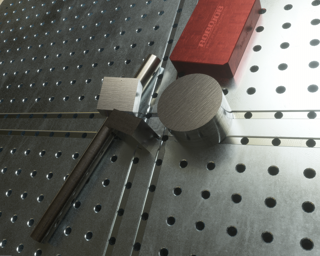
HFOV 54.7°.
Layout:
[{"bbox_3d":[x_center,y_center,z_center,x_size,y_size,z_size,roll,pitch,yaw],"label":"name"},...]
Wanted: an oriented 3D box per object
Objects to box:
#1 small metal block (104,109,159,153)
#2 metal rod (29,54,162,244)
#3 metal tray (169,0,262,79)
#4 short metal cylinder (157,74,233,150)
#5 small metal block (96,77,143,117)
[{"bbox_3d":[-0.037,0.003,0.408,0.050,0.050,0.025,20,73,35],"label":"small metal block"},{"bbox_3d":[-0.083,0.019,0.437,0.025,0.025,0.300,20,72,35],"label":"metal rod"},{"bbox_3d":[0.081,-0.136,0.445,0.090,0.030,0.130,14,69,33],"label":"metal tray"},{"bbox_3d":[0.044,-0.020,0.380,0.080,0.050,0.080,-13,56,20],"label":"short metal cylinder"},{"bbox_3d":[-0.055,-0.042,0.430,0.050,0.025,0.050,5,69,11],"label":"small metal block"}]
